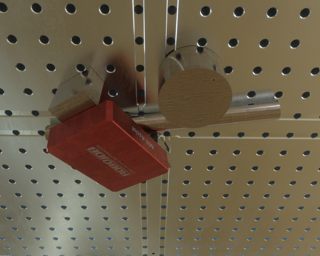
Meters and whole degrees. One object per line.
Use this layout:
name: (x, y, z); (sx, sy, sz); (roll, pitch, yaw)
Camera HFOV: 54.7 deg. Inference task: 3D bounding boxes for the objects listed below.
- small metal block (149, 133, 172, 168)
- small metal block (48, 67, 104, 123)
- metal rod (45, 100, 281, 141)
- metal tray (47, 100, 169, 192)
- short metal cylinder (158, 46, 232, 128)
small metal block: (-0.017, 0.038, 0.442); (0.050, 0.025, 0.050); (-18, 128, 14)
small metal block: (-0.096, -0.038, 0.361); (0.050, 0.050, 0.025); (-25, 126, 19)
metal rod: (0.000, -0.007, 0.406); (0.302, 0.025, 0.025); (-6, 130, 4)
metal tray: (-0.059, 0.029, 0.382); (0.090, 0.030, 0.130); (-24, 138, 19)
short metal cylinder: (0.038, -0.046, 0.356); (0.081, 0.050, 0.079); (0, 130, 0)
